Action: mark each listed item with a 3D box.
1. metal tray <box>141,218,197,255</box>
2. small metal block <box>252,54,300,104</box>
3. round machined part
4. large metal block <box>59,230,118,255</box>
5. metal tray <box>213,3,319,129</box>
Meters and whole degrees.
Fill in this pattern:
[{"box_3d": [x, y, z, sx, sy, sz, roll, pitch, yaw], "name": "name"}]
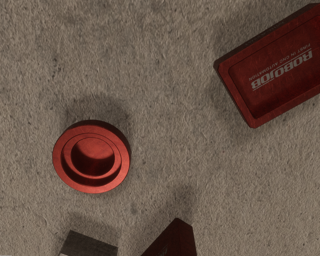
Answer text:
[{"box_3d": [0.000, 0.206, 0.451, 0.030, 0.090, 0.129, 35, 106, -12], "name": "metal tray"}, {"box_3d": [0.144, -0.062, 0.389, 0.050, 0.025, 0.050, -20, 109, 7], "name": "small metal block"}, {"box_3d": [-0.087, 0.034, 0.412, 0.099, 0.042, 0.097, 0, 110, -1], "name": "round machined part"}, {"box_3d": [-0.120, 0.216, 0.475, 0.080, 0.050, 0.080, 25, 108, -9], "name": "large metal block"}, {"box_3d": [0.140, -0.069, 0.356, 0.130, 0.030, 0.090, -31, 107, 10], "name": "metal tray"}]
